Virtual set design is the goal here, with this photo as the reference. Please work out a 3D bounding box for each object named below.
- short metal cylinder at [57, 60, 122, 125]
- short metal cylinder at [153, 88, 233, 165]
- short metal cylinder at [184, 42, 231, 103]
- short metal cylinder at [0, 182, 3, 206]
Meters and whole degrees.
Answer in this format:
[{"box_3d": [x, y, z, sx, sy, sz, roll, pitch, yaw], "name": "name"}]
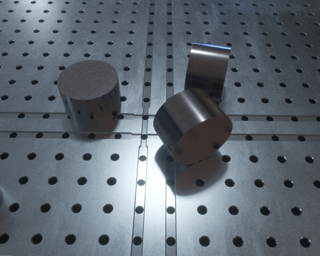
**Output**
[{"box_3d": [-0.096, -0.050, 0.432, 0.081, 0.050, 0.080, 0, 50, 0], "name": "short metal cylinder"}, {"box_3d": [0.039, -0.001, 0.373, 0.081, 0.080, 0.050, -21, 53, -17], "name": "short metal cylinder"}, {"box_3d": [0.067, -0.078, 0.438, 0.050, 0.080, 0.080, 11, 51, 9], "name": "short metal cylinder"}, {"box_3d": [-0.220, 0.069, 0.331, 0.081, 0.050, 0.080, 0, 50, 0], "name": "short metal cylinder"}]
